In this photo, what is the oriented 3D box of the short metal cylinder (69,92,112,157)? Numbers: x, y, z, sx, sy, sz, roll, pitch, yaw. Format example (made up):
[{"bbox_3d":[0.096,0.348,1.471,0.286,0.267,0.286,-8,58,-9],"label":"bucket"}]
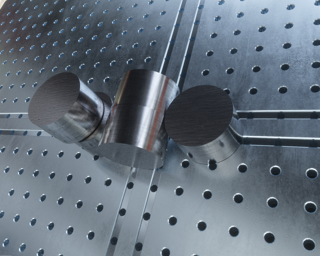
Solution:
[{"bbox_3d":[-0.089,-0.005,0.442,0.080,0.050,0.080,-13,56,21],"label":"short metal cylinder"}]

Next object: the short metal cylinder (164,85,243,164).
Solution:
[{"bbox_3d":[0.052,-0.004,0.366,0.080,0.050,0.080,-13,56,21],"label":"short metal cylinder"}]

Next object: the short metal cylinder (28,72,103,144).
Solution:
[{"bbox_3d":[-0.123,-0.026,0.406,0.080,0.050,0.080,-13,56,21],"label":"short metal cylinder"}]

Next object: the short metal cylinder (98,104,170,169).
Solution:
[{"bbox_3d":[-0.030,0.013,0.381,0.080,0.080,0.050,-1,62,28],"label":"short metal cylinder"}]

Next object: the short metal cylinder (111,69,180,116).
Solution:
[{"bbox_3d":[-0.019,-0.032,0.403,0.080,0.080,0.050,1,63,29],"label":"short metal cylinder"}]
